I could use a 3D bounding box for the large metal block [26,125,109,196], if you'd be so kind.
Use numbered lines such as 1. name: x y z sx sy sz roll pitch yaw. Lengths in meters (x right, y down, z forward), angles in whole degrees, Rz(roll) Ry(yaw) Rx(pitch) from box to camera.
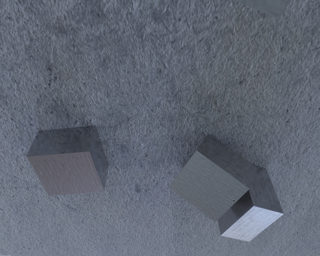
1. large metal block: -0.122 0.046 0.429 0.080 0.050 0.080 -5 130 4

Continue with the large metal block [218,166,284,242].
1. large metal block: 0.127 0.110 0.465 0.050 0.080 0.079 18 128 -18

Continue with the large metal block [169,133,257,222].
1. large metal block: 0.072 0.069 0.429 0.080 0.050 0.079 36 126 7

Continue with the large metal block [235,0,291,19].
1. large metal block: 0.085 -0.147 0.246 0.050 0.080 0.079 16 128 -13
